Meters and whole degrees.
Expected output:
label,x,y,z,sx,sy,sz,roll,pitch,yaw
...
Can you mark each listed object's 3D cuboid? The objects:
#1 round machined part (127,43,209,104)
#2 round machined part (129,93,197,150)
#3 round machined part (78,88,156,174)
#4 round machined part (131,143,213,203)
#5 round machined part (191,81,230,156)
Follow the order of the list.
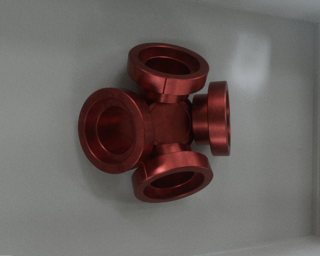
label,x,y,z,sx,sy,sz,roll,pitch,yaw
round machined part,0.008,-0.066,0.384,0.099,0.098,0.042,-4,129,-20
round machined part,0.005,-0.006,0.402,0.099,0.042,0.097,0,90,-21
round machined part,-0.046,0.002,0.364,0.042,0.098,0.097,-10,95,-58
round machined part,0.013,0.054,0.385,0.099,0.097,0.042,-1,55,-20
round machined part,0.068,-0.012,0.407,0.042,0.098,0.097,-2,91,16
